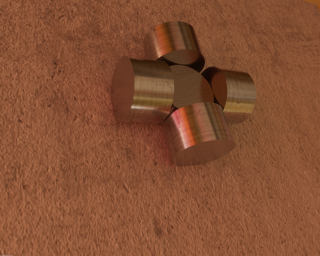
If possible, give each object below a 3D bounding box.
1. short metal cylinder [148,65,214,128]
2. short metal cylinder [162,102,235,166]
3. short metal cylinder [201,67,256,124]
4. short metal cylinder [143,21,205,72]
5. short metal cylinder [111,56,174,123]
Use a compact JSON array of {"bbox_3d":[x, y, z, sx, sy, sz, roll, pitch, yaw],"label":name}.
[{"bbox_3d":[0.027,-0.040,0.430,0.081,0.050,0.080,14,56,-21],"label":"short metal cylinder"},{"bbox_3d":[0.048,0.010,0.391,0.081,0.080,0.050,0,61,-29],"label":"short metal cylinder"},{"bbox_3d":[0.092,-0.046,0.450,0.050,0.080,0.080,2,61,-28],"label":"short metal cylinder"},{"bbox_3d":[0.019,-0.106,0.445,0.081,0.080,0.050,2,62,-28],"label":"short metal cylinder"},{"bbox_3d":[-0.024,-0.046,0.387,0.050,0.080,0.080,2,61,-28],"label":"short metal cylinder"}]
